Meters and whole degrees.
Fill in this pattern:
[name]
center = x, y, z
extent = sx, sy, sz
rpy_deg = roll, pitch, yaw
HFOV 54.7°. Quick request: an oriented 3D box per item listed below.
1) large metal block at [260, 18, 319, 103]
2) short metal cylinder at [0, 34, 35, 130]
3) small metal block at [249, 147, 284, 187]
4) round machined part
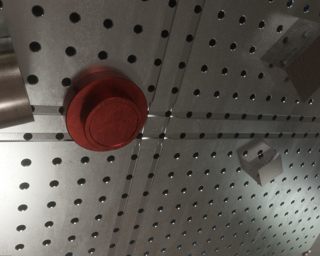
[large metal block]
center = 0.206, -0.097, 0.451
extent = 0.080, 0.050, 0.080
rpy_deg = -47, 130, 4
[short metal cylinder]
center = -0.147, -0.038, 0.272
extent = 0.050, 0.080, 0.079
rpy_deg = -16, 125, -20
[small metal block]
center = 0.195, 0.072, 0.565
extent = 0.050, 0.025, 0.050
rpy_deg = -32, 129, -8
[round machined part]
center = -0.059, -0.013, 0.361
extent = 0.099, 0.042, 0.097
rpy_deg = -14, 125, -21
